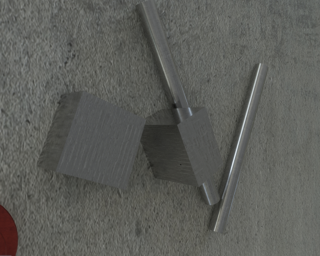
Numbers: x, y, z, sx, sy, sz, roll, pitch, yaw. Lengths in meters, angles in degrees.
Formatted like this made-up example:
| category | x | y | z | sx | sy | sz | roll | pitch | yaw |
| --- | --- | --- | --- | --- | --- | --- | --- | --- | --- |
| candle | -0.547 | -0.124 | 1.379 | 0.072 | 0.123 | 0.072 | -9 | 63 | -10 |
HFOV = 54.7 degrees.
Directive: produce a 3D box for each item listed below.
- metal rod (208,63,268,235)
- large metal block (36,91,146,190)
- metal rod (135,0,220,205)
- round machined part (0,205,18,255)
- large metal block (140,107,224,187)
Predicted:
| category | x | y | z | sx | sy | sz | roll | pitch | yaw |
| --- | --- | --- | --- | --- | --- | --- | --- | --- | --- |
| metal rod | 0.136 | 0.025 | 0.521 | 0.025 | 0.025 | 0.299 | 31 | 70 | -36 |
| large metal block | -0.071 | 0.015 | 0.331 | 0.080 | 0.050 | 0.080 | 25 | 74 | -38 |
| metal rod | 0.030 | -0.024 | 0.432 | 0.025 | 0.025 | 0.298 | -32 | 110 | -36 |
| round machined part | -0.168 | 0.104 | 0.254 | 0.099 | 0.042 | 0.097 | 0 | 90 | -40 |
| large metal block | 0.023 | 0.021 | 0.391 | 0.050 | 0.080 | 0.080 | -33 | 111 | -36 |
